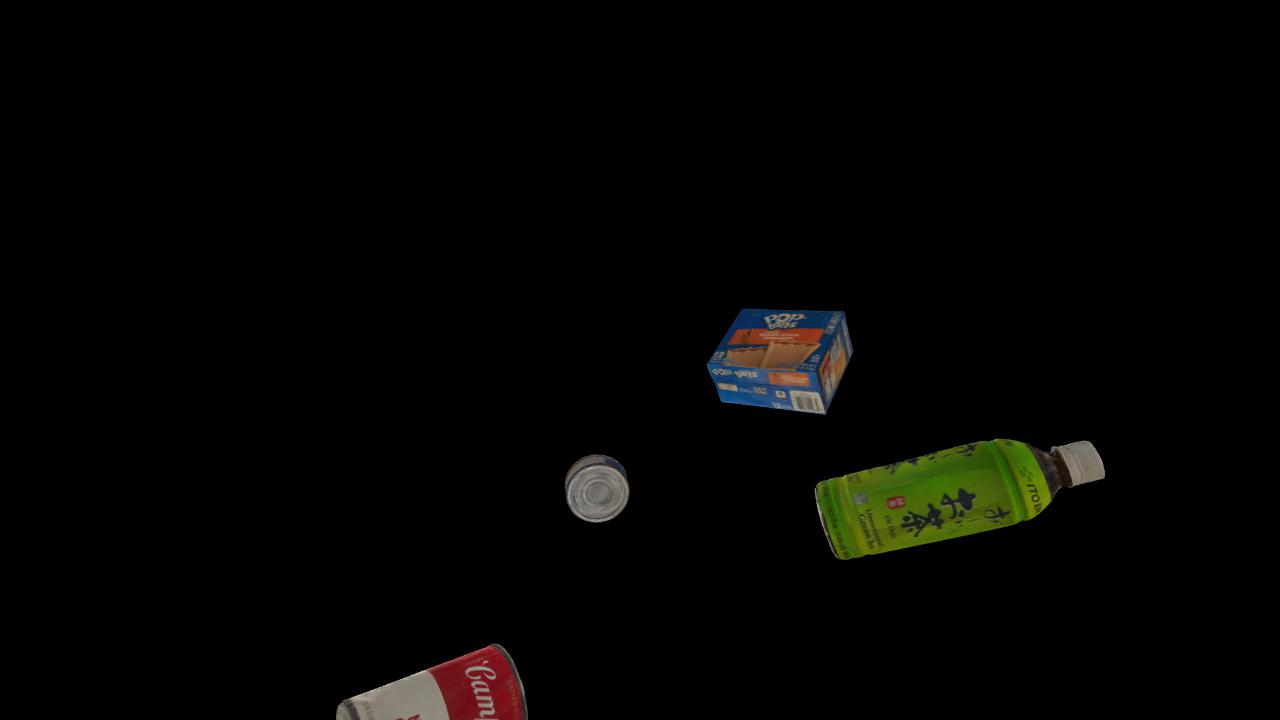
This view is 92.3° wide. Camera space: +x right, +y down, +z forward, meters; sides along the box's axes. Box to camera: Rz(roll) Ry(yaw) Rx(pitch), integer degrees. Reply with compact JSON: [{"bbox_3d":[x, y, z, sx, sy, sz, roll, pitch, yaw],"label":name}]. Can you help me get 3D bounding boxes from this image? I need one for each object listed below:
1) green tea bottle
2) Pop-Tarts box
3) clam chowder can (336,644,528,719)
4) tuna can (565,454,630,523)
[{"bbox_3d":[0.257,0.109,0.508,0.212,0.073,0.073,-19,-6,17],"label":"green tea bottle"},{"bbox_3d":[0.210,-0.003,0.916,0.167,0.083,0.141,6,43,35],"label":"Pop-Tarts box"},{"bbox_3d":[-0.133,0.234,0.395,0.102,0.068,0.068,-4,3,-38],"label":"clam chowder can"},{"bbox_3d":[-0.056,0.168,0.803,0.084,0.084,0.034,0,13,-9],"label":"tuna can"}]
